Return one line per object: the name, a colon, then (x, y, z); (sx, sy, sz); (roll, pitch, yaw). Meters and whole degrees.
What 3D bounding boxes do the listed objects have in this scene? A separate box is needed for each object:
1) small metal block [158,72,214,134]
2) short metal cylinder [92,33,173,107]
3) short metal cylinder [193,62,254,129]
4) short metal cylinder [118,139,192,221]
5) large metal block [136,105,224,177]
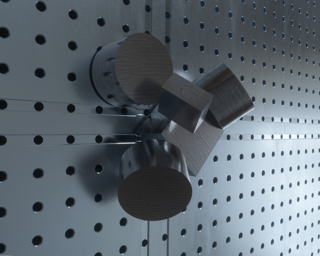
small metal block: (0.027, -0.027, 0.347); (0.050, 0.050, 0.025); (33, 64, 12)
short metal cylinder: (-0.031, -0.066, 0.363); (0.081, 0.050, 0.079); (0, 90, -40)
short metal cylinder: (0.086, -0.045, 0.432); (0.050, 0.080, 0.080); (-35, 118, 8)
short metal cylinder: (-0.007, 0.060, 0.356); (0.081, 0.050, 0.079); (-2, 121, -4)
large metal block: (0.029, 0.005, 0.410); (0.080, 0.050, 0.080); (52, 60, -28)
